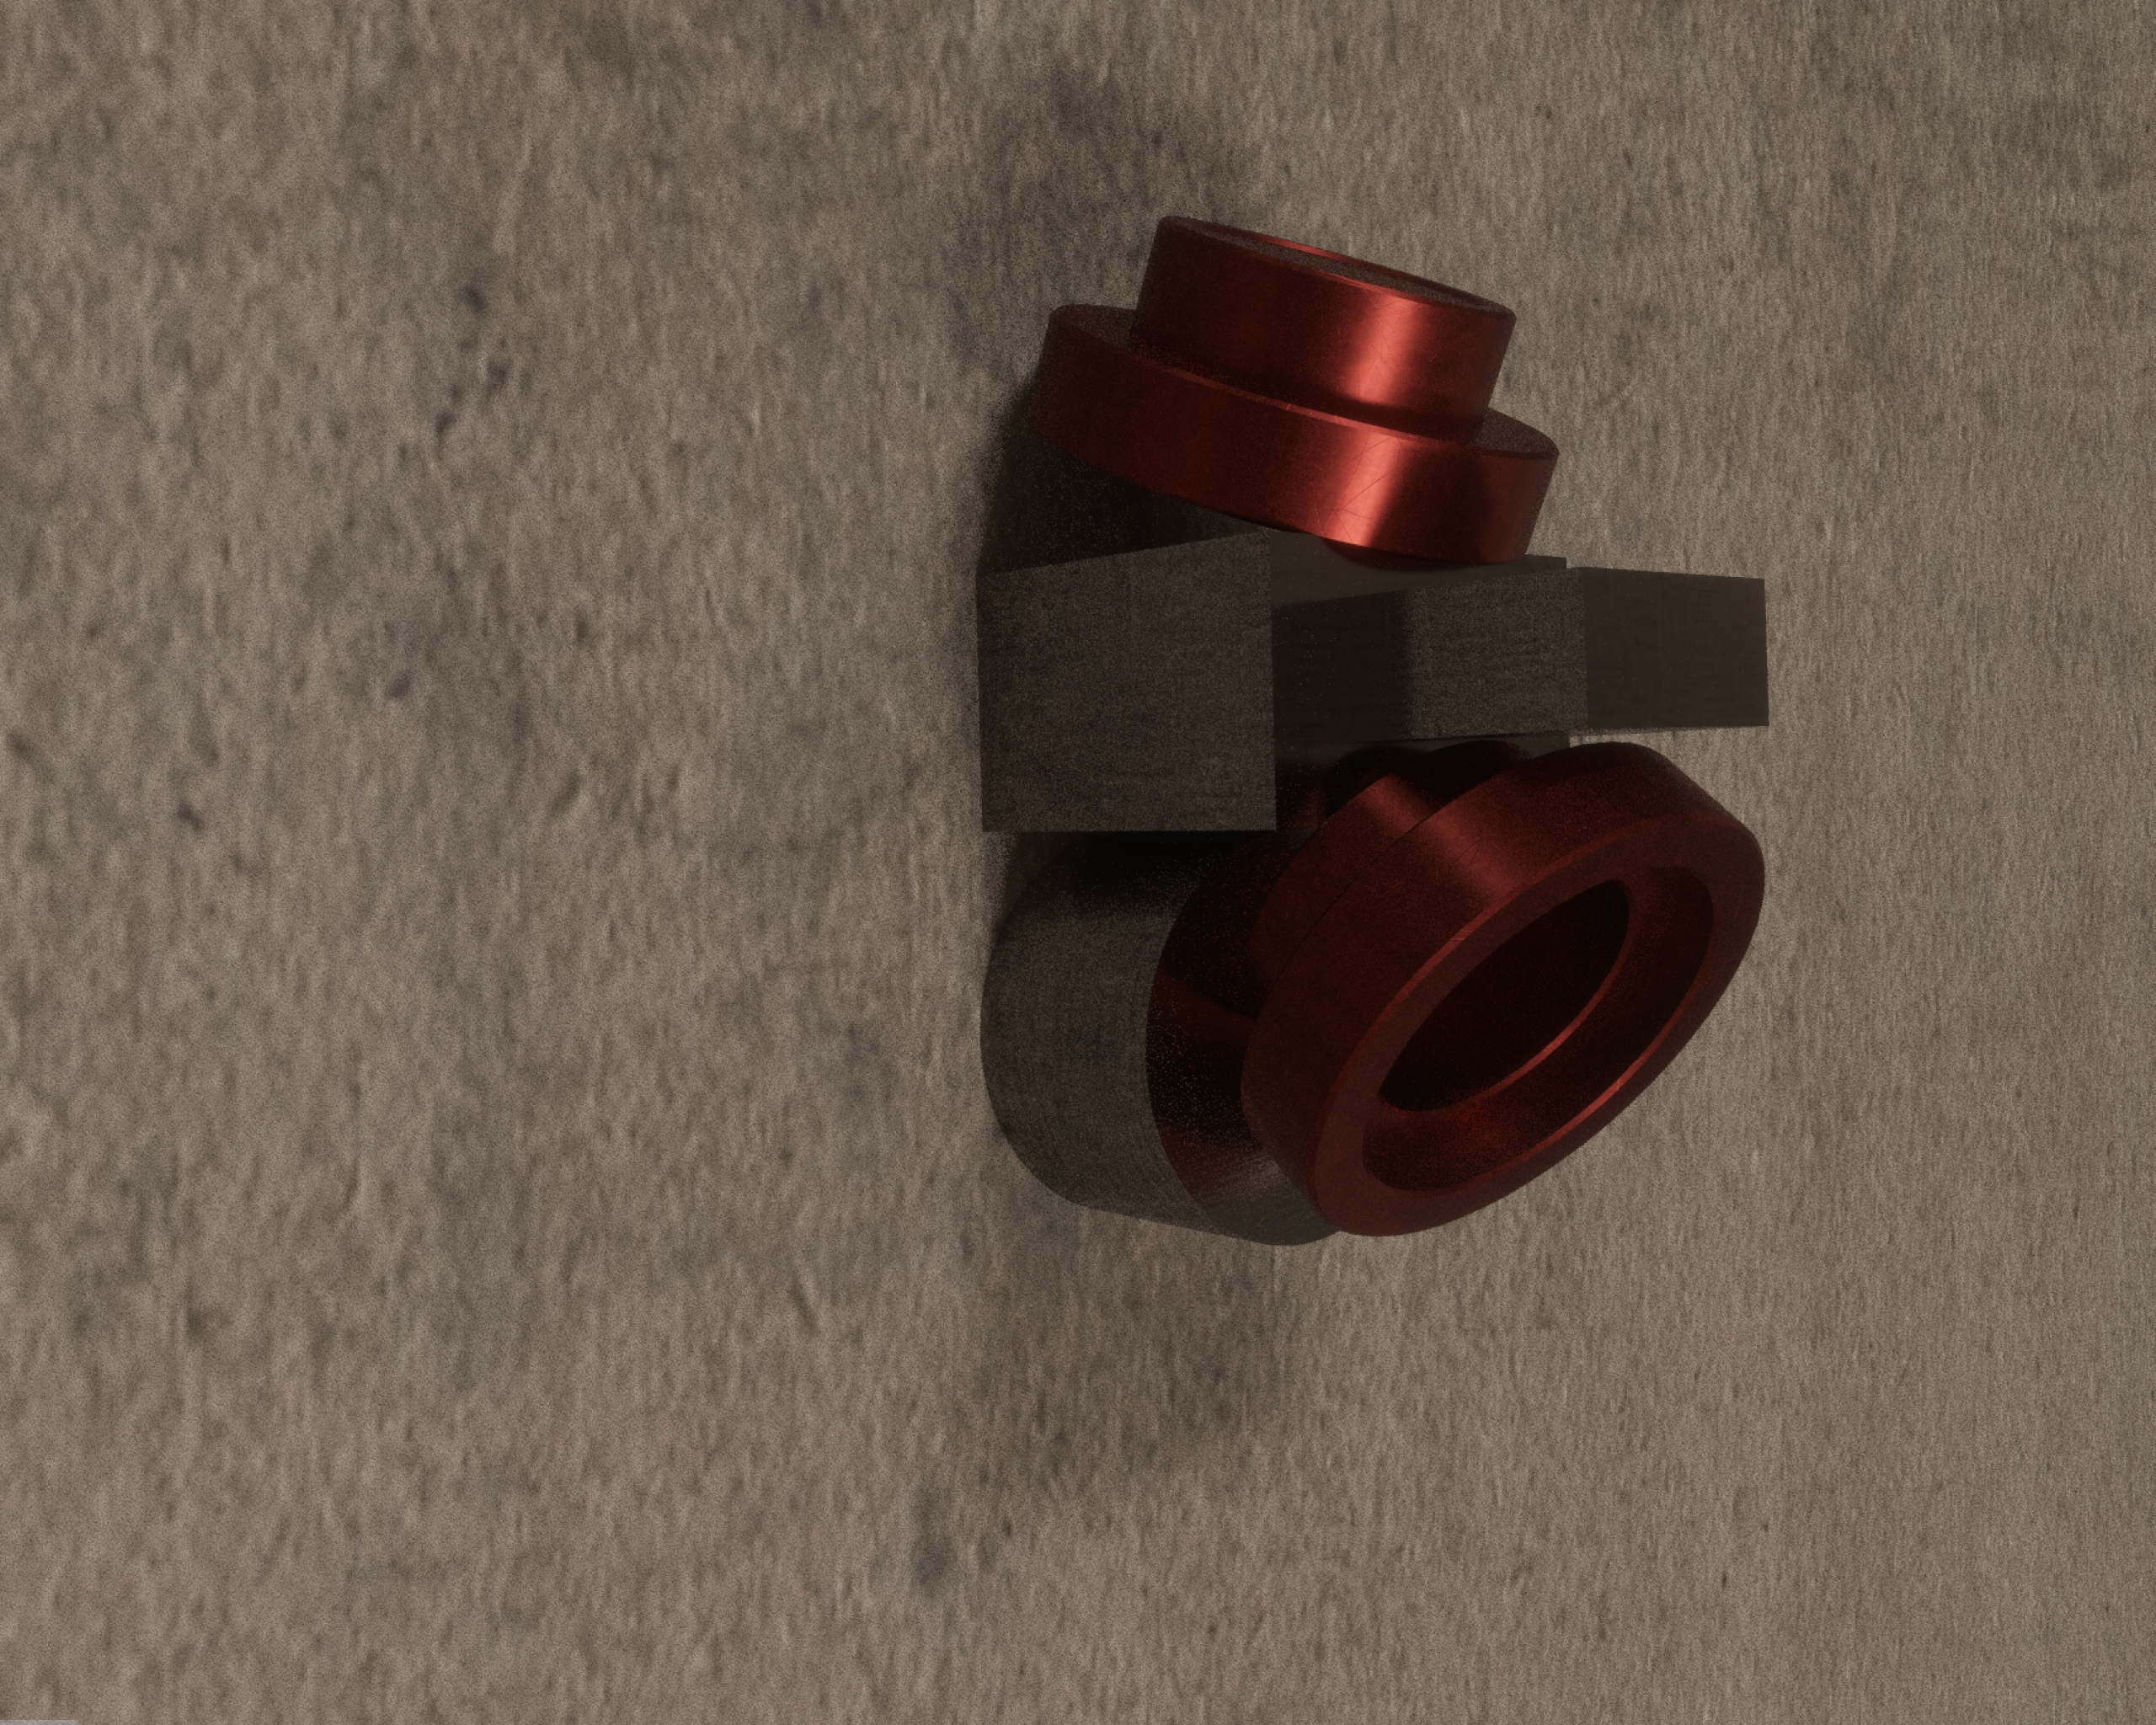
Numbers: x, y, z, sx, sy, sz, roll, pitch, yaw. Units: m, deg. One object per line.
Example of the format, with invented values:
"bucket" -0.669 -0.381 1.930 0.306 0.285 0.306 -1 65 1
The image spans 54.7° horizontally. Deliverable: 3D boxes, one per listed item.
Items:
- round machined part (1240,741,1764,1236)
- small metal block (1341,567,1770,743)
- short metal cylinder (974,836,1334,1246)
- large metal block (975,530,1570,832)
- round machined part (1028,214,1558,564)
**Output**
"round machined part" 0.069 0.017 0.369 0.099 0.042 0.097 -24 141 -21
"small metal block" 0.081 -0.034 0.355 0.050 0.050 0.025 -4 92 -40
"short metal cylinder" 0.027 0.033 0.416 0.081 0.050 0.079 0 90 -40
"large metal block" 0.037 -0.032 0.403 0.081 0.080 0.050 -3 92 -40
"round machined part" 0.043 -0.092 0.391 0.099 0.098 0.042 -3 117 -40
